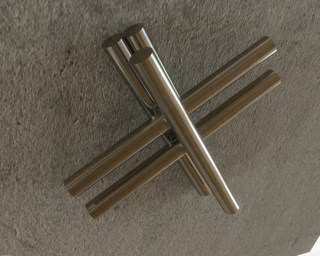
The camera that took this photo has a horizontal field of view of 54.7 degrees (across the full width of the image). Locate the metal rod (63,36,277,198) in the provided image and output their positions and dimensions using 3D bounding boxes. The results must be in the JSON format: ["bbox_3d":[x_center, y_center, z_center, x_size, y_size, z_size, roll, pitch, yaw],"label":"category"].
[{"bbox_3d":[0.016,-0.016,0.376,0.301,0.025,0.025,-36,130,-5],"label":"metal rod"}]

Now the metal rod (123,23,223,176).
[{"bbox_3d":[0.034,-0.007,0.424,0.025,0.025,0.299,-36,130,-4],"label":"metal rod"}]

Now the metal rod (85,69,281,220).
[{"bbox_3d":[0.033,0.019,0.408,0.301,0.025,0.025,-36,130,-5],"label":"metal rod"}]

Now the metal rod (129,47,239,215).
[{"bbox_3d":[0.046,0.028,0.387,0.025,0.025,0.299,-37,130,-4],"label":"metal rod"}]

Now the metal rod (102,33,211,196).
[{"bbox_3d":[0.012,0.006,0.420,0.025,0.025,0.299,-36,130,-4],"label":"metal rod"}]
